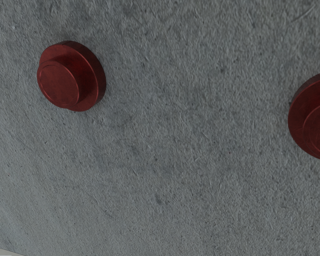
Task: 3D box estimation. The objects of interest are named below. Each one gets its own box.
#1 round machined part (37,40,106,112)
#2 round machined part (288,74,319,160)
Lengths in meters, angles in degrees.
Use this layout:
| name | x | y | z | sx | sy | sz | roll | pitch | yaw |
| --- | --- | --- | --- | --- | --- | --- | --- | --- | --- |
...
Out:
| name | x | y | z | sx | sy | sz | roll | pitch | yaw |
| --- | --- | --- | --- | --- | --- | --- | --- | --- | --- |
| round machined part | -0.126 | -0.065 | 0.422 | 0.098 | 0.042 | 0.097 | 13 | 124 | 21 |
| round machined part | 0.176 | -0.005 | 0.300 | 0.098 | 0.042 | 0.097 | 13 | 124 | 21 |
